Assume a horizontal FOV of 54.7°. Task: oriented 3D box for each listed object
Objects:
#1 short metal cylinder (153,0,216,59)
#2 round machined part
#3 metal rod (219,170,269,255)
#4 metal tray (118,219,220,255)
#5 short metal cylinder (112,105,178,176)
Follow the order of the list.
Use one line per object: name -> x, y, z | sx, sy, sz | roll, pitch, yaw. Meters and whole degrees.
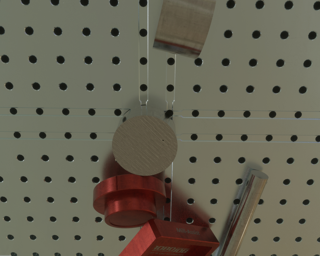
short metal cylinder -> 0.025, -0.121, 0.340 | 0.050, 0.080, 0.079 | 13, 110, -5
round machined part -> -0.040, 0.103, 0.417 | 0.099, 0.042, 0.098 | -5, 144, -4
metal rod -> 0.107, 0.202, 0.488 | 0.025, 0.025, 0.298 | 13, 110, -5
metal tray -> 0.014, 0.179, 0.445 | 0.131, 0.030, 0.090 | 23, 111, -39
short metal cylinder -> -0.019, 0.015, 0.404 | 0.081, 0.050, 0.079 | 0, 108, 0
